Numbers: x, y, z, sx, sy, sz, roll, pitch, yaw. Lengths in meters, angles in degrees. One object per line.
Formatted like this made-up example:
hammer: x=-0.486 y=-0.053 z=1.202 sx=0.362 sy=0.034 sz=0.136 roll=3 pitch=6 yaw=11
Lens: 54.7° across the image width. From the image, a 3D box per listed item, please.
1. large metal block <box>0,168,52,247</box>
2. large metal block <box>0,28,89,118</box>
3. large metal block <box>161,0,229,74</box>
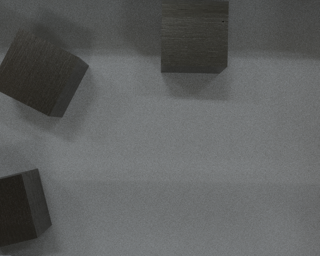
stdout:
large metal block: x=-0.196 y=0.103 z=0.397 sx=0.080 sy=0.050 sz=0.080 roll=-14 pitch=90 yaw=0
large metal block: x=-0.151 y=-0.068 z=0.398 sx=0.080 sy=0.050 sz=0.080 roll=27 pitch=90 yaw=0
large metal block: x=0.042 y=-0.115 z=0.399 sx=0.081 sy=0.050 sz=0.080 roll=1 pitch=90 yaw=0
